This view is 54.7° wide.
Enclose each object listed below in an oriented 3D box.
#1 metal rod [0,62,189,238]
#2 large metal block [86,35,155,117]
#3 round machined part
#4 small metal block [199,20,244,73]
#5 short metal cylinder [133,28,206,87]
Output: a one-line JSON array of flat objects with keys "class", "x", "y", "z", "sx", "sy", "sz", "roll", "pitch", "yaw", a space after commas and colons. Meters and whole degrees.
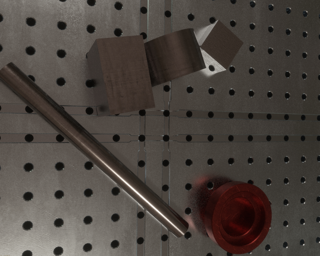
[{"class": "metal rod", "x": -0.072, "y": 0.037, "z": 0.386, "sx": 0.300, "sy": 0.025, "sz": 0.025, "roll": 45, "pitch": 76, "yaw": -15}, {"class": "large metal block", "x": -0.049, "y": -0.057, "z": 0.366, "sx": 0.050, "sy": 0.080, "sz": 0.079, "roll": -11, "pitch": 94, "yaw": -20}, {"class": "round machined part", "x": 0.107, "y": 0.125, "z": 0.445, "sx": 0.099, "sy": 0.042, "sz": 0.097, "roll": 0, "pitch": 90, "yaw": -21}, {"class": "small metal block", "x": 0.083, "y": -0.116, "z": 0.445, "sx": 0.050, "sy": 0.025, "sz": 0.050, "roll": 36, "pitch": 78, "yaw": -17}, {"class": "short metal cylinder", "x": 0.012, "y": -0.086, "z": 0.389, "sx": 0.081, "sy": 0.080, "sz": 0.050, "roll": -22, "pitch": 98, "yaw": -19}]
